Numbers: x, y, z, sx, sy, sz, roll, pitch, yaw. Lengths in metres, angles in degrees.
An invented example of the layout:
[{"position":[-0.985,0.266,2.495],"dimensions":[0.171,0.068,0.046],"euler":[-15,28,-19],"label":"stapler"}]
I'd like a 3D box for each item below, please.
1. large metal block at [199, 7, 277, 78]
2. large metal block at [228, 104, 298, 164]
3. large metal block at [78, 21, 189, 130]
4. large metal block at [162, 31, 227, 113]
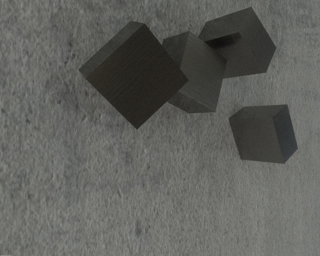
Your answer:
[{"position":[0.114,-0.124,0.467],"dimensions":[0.080,0.080,0.050],"euler":[42,64,-32],"label":"large metal block"},{"position":[0.172,0.009,0.516],"dimensions":[0.050,0.080,0.080],"euler":[-33,111,-35],"label":"large metal block"},{"position":[-0.029,-0.059,0.346],"dimensions":[0.080,0.050,0.080],"euler":[-44,120,-2],"label":"large metal block"},{"position":[0.040,-0.072,0.424],"dimensions":[0.080,0.050,0.080],"euler":[24,75,-38],"label":"large metal block"}]
